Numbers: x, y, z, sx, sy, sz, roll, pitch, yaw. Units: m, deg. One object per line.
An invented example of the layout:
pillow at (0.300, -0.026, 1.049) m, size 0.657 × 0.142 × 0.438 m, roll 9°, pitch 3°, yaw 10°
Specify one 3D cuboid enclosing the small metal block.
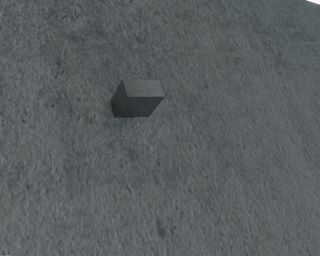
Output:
small metal block at (-0.030, -0.037, 0.394) m, size 0.050 × 0.050 × 0.025 m, roll -4°, pitch 64°, yaw -30°
